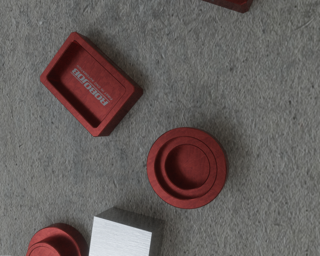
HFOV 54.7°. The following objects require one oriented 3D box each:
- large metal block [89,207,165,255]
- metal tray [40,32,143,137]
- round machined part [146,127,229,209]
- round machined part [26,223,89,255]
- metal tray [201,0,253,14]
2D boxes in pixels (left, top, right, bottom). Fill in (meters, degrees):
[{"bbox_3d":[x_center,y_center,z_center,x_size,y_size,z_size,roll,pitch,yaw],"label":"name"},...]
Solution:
[{"bbox_3d":[-0.044,0.159,0.410,0.080,0.050,0.079,9,93,19],"label":"large metal block"},{"bbox_3d":[-0.099,-0.061,0.439,0.130,0.030,0.090,44,103,14],"label":"metal tray"},{"bbox_3d":[0.036,0.048,0.387,0.098,0.042,0.097,0,90,19],"label":"round machined part"},{"bbox_3d":[-0.156,0.194,0.453,0.098,0.042,0.097,0,90,19],"label":"round machined part"},{"bbox_3d":[0.064,-0.207,0.383,0.130,0.030,0.089,26,98,17],"label":"metal tray"}]
